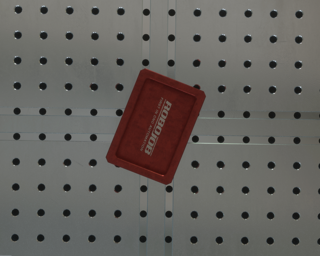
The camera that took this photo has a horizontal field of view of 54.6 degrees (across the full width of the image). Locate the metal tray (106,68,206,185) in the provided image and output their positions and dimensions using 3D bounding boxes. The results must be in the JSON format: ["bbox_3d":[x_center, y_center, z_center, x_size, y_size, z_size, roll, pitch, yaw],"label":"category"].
[{"bbox_3d":[-0.005,-0.002,0.411,0.090,0.030,0.129,22,90,-1],"label":"metal tray"}]
